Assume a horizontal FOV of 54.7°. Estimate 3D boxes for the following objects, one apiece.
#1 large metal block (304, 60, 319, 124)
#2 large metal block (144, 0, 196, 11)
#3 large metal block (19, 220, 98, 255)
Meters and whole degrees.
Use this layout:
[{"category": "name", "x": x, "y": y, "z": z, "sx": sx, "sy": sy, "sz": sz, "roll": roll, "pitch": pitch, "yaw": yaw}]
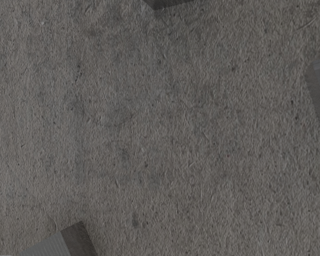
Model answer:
[{"category": "large metal block", "x": 0.188, "y": -0.030, "z": 0.313, "sx": 0.050, "sy": 0.080, "sz": 0.080, "roll": -17, "pitch": 84, "yaw": 19}, {"category": "large metal block", "x": 0.013, "y": -0.190, "z": 0.375, "sx": 0.080, "sy": 0.080, "sz": 0.050, "roll": -7, "pitch": 88, "yaw": 20}, {"category": "large metal block", "x": -0.140, "y": 0.193, "z": 0.445, "sx": 0.080, "sy": 0.050, "sz": 0.080, "roll": -31, "pitch": 80, "yaw": 17}]
